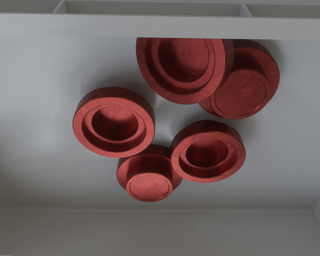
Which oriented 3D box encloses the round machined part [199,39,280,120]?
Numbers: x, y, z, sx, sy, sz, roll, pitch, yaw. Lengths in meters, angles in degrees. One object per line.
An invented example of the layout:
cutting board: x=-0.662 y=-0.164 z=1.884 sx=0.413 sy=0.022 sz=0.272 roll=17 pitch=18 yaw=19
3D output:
round machined part: x=0.089 y=-0.048 z=0.358 sx=0.099 sy=0.042 sz=0.097 roll=-1 pitch=130 yaw=0

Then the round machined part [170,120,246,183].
round machined part: x=0.063 y=0.028 z=0.423 sx=0.099 sy=0.042 sz=0.097 roll=-1 pitch=130 yaw=0

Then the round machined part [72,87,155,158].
round machined part: x=-0.055 y=-0.011 z=0.388 sx=0.099 sy=0.042 sz=0.097 roll=-1 pitch=130 yaw=0

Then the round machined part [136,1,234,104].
round machined part: x=0.028 y=-0.077 z=0.314 sx=0.098 sy=0.042 sz=0.097 roll=16 pitch=123 yaw=26

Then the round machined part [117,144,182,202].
round machined part: x=-0.015 y=0.073 z=0.460 sx=0.099 sy=0.042 sz=0.097 roll=-1 pitch=130 yaw=0
